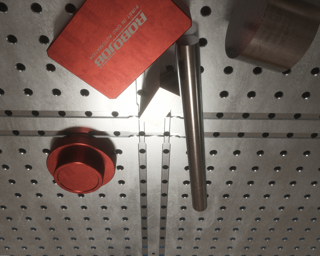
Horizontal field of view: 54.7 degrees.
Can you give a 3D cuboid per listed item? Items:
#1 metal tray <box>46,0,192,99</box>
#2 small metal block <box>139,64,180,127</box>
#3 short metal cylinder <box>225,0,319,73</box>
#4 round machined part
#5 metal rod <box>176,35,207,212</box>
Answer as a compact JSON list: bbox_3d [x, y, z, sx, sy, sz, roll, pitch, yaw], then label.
[{"bbox_3d":[-0.043,-0.099,0.323,0.090,0.030,0.130,36,121,-27],"label":"metal tray"},{"bbox_3d":[-0.001,-0.038,0.363,0.025,0.050,0.050,23,126,-19],"label":"small metal block"},{"bbox_3d":[0.103,-0.098,0.294,0.050,0.080,0.079,14,129,-12],"label":"short metal cylinder"},{"bbox_3d":[-0.115,0.058,0.449,0.099,0.042,0.097,0,130,0],"label":"round machined part"},{"bbox_3d":[0.049,0.019,0.428,0.025,0.025,0.298,-6,130,4],"label":"metal rod"}]
